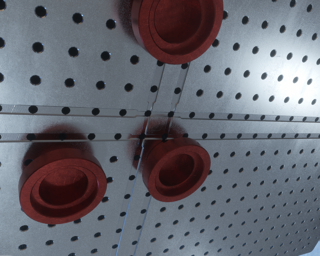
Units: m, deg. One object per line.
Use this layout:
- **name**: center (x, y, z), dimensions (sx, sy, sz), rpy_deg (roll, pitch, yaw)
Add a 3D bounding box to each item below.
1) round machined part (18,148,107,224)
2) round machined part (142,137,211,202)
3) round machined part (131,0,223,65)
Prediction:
- **round machined part**: center (-0.118, 0.065, 0.376), dimensions (0.099, 0.042, 0.097), rpy_deg (-14, 124, -21)
- **round machined part**: center (0.020, 0.055, 0.444), dimensions (0.099, 0.042, 0.097), rpy_deg (-14, 124, -21)
- **round machined part**: center (0.015, -0.121, 0.333), dimensions (0.099, 0.042, 0.097), rpy_deg (-14, 124, -21)
